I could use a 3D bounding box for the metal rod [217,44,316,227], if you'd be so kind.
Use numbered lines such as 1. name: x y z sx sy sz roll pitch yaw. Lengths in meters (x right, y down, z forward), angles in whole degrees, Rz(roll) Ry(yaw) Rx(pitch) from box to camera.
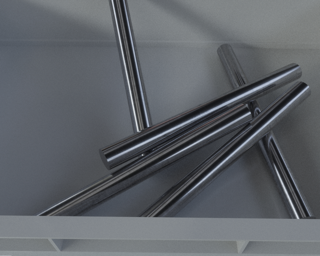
1. metal rod: 0.128 -0.016 0.418 0.025 0.025 0.300 -6 50 -5

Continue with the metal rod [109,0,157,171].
1. metal rod: -0.040 -0.090 0.402 0.025 0.025 0.299 -10 75 -8

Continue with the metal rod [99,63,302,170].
1. metal rod: 0.067 -0.024 0.386 0.302 0.025 0.025 -24 54 -23

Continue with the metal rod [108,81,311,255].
1. metal rod: 0.071 0.035 0.353 0.301 0.025 0.025 -37 59 -19

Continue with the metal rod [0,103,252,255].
1. metal rod: -0.030 0.050 0.336 0.302 0.025 0.025 -28 55 -12
